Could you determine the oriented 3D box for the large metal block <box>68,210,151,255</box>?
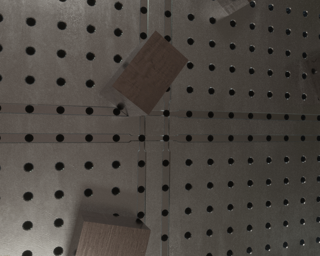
[{"bbox_3d":[-0.065,0.151,0.376,0.081,0.050,0.080,15,85,-20],"label":"large metal block"}]

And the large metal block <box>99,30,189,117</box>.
[{"bbox_3d":[-0.023,-0.061,0.376,0.050,0.080,0.080,39,78,-16],"label":"large metal block"}]

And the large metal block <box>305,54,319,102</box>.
[{"bbox_3d":[0.302,-0.093,0.513,0.081,0.050,0.080,-27,99,-18],"label":"large metal block"}]

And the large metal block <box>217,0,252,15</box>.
[{"bbox_3d":[0.111,-0.226,0.441,0.080,0.050,0.080,45,76,-15],"label":"large metal block"}]
